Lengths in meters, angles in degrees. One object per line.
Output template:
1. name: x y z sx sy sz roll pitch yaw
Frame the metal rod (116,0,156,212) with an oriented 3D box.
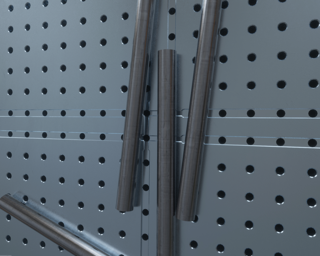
1. metal rod: -0.033 -0.036 0.424 0.025 0.025 0.298 7 92 20

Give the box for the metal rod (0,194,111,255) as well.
1. metal rod: -0.121 0.174 0.456 0.300 0.025 0.025 23 98 18

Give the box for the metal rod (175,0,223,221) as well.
1. metal rod: 0.050 -0.032 0.394 0.025 0.025 0.298 8 93 20

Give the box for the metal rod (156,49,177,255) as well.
1. metal rod: 0.009 0.048 0.409 0.025 0.025 0.298 0 90 20
